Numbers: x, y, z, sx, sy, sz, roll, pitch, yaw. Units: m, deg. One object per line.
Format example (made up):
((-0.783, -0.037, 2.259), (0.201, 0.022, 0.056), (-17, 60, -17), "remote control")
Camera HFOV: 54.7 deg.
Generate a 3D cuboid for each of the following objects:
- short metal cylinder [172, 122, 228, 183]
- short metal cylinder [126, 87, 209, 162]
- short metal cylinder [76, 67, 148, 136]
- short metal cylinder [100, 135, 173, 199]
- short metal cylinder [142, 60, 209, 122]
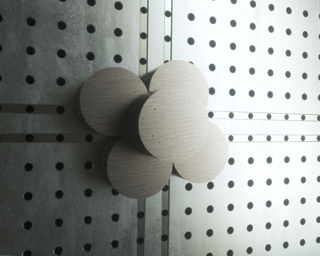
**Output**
((0.044, 0.030, 0.416), (0.081, 0.050, 0.079), (0, 90, -21), "short metal cylinder")
((0.007, -0.004, 0.348), (0.081, 0.050, 0.079), (-1, 92, -21), "short metal cylinder")
((-0.059, -0.030, 0.377), (0.081, 0.050, 0.079), (0, 90, -21), "short metal cylinder")
((-0.031, 0.044, 0.388), (0.081, 0.050, 0.079), (0, 90, -21), "short metal cylinder")
((0.016, -0.044, 0.406), (0.081, 0.050, 0.079), (0, 90, -21), "short metal cylinder")
